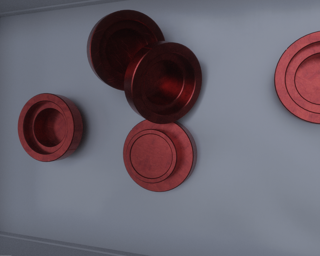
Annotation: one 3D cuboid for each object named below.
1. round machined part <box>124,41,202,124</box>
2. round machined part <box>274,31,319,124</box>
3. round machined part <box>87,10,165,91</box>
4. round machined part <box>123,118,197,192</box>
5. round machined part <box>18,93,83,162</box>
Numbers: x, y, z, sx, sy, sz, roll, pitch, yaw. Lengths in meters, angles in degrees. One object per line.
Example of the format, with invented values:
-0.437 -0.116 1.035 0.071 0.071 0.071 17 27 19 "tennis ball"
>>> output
0.000 -0.057 0.382 0.042 0.099 0.097 31 103 53 "round machined part"
0.177 -0.053 0.339 0.098 0.042 0.097 0 90 20 "round machined part"
-0.045 -0.099 0.399 0.099 0.042 0.097 -6 106 -22 "round machined part"
-0.005 0.035 0.403 0.098 0.042 0.097 0 90 20 "round machined part"
-0.155 -0.001 0.456 0.098 0.042 0.097 0 90 20 "round machined part"
